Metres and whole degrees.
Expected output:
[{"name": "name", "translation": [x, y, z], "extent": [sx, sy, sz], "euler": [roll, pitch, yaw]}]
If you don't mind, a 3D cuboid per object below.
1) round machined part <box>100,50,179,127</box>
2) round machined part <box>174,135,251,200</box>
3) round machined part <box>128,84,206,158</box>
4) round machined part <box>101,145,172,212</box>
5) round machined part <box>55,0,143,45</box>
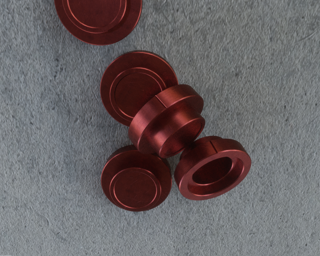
[{"name": "round machined part", "translation": [-0.025, -0.044, 0.384], "extent": [0.099, 0.042, 0.097], "euler": [0, 110, 0]}, {"name": "round machined part", "translation": [0.064, 0.048, 0.404], "extent": [0.099, 0.042, 0.097], "euler": [-13, 136, -12]}, {"name": "round machined part", "translation": [0.015, -0.001, 0.368], "extent": [0.098, 0.098, 0.042], "euler": [-47, 65, 15]}, {"name": "round machined part", "translation": [-0.033, 0.076, 0.428], "extent": [0.099, 0.042, 0.097], "euler": [0, 110, 0]}, {"name": "round machined part", "translation": [-0.070, -0.143, 0.347], "extent": [0.099, 0.042, 0.097], "euler": [0, 110, 0]}]
